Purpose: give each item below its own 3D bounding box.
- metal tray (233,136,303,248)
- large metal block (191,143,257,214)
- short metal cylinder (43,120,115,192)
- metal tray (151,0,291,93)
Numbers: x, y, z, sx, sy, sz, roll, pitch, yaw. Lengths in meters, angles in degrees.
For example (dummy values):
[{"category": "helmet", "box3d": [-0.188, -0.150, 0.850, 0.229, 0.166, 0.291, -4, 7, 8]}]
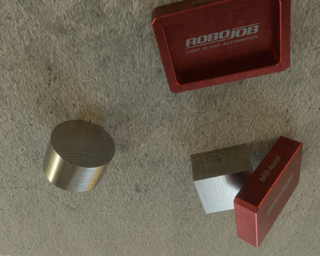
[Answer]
[{"category": "metal tray", "box3d": [0.149, 0.084, 0.419, 0.030, 0.131, 0.090, 22, 142, 37]}, {"category": "large metal block", "box3d": [0.096, 0.076, 0.456, 0.080, 0.050, 0.080, -14, 129, 11]}, {"category": "short metal cylinder", "box3d": [-0.104, 0.035, 0.400, 0.080, 0.080, 0.050, 19, 128, -16]}, {"category": "metal tray", "box3d": [0.065, -0.092, 0.325, 0.131, 0.030, 0.090, -11, 130, 9]}]
